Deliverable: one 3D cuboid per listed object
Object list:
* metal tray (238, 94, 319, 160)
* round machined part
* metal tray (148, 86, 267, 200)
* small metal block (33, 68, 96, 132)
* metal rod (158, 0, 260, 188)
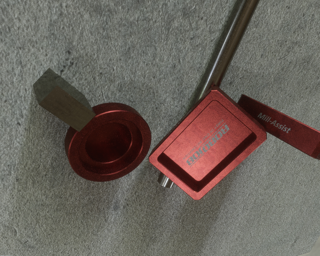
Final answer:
[{"bbox_3d":[0.176,0.000,0.428,0.091,0.130,0.030,13,108,-45],"label":"metal tray"},{"bbox_3d":[-0.064,0.013,0.369,0.099,0.042,0.097,-15,127,-21],"label":"round machined part"},{"bbox_3d":[0.060,0.022,0.404,0.090,0.030,0.130,41,110,-4],"label":"metal tray"},{"bbox_3d":[-0.099,-0.029,0.319,0.025,0.050,0.050,-46,129,3],"label":"small metal block"},{"bbox_3d":[0.062,-0.048,0.413,0.025,0.025,0.298,9,114,-33],"label":"metal rod"}]
